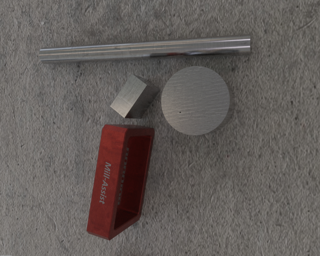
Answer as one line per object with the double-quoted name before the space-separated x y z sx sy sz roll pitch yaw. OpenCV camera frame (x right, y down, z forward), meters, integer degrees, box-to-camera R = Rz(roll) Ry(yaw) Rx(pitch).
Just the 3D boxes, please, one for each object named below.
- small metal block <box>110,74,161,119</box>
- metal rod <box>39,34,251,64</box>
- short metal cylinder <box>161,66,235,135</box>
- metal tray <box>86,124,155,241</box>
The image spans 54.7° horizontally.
"small metal block" -0.031 -0.040 0.407 0.025 0.050 0.050 39 102 16
"metal rod" -0.033 -0.105 0.420 0.301 0.025 0.025 2 91 19
"short metal cylinder" 0.048 -0.031 0.379 0.080 0.050 0.080 0 90 20
"metal tray" -0.046 0.062 0.390 0.030 0.090 0.129 11 94 20
